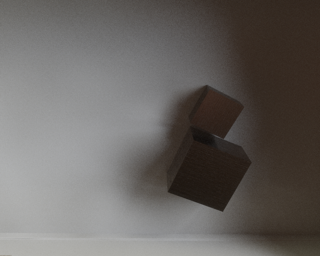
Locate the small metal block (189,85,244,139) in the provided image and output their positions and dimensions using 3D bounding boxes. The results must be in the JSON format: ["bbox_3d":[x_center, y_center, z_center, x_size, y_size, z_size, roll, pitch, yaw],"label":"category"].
[{"bbox_3d":[0.072,-0.021,0.405,0.050,0.025,0.050,26,108,-10],"label":"small metal block"}]

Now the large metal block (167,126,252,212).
[{"bbox_3d":[0.063,0.055,0.419,0.080,0.050,0.079,21,109,-8],"label":"large metal block"}]
